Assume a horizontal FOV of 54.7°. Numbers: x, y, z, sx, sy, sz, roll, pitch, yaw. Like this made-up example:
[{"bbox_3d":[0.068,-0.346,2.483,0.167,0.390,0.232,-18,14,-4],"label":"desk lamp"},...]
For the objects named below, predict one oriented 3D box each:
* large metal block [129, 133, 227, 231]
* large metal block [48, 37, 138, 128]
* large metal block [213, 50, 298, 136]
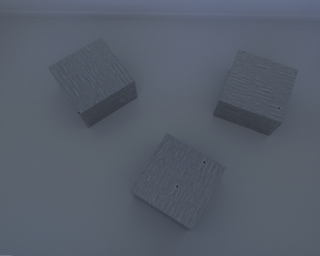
[{"bbox_3d":[0.021,0.066,0.372,0.080,0.050,0.080,30,73,10],"label":"large metal block"},{"bbox_3d":[-0.088,-0.060,0.418,0.080,0.050,0.080,-34,74,-12],"label":"large metal block"},{"bbox_3d":[0.126,-0.046,0.414,0.080,0.050,0.080,21,71,7],"label":"large metal block"}]
